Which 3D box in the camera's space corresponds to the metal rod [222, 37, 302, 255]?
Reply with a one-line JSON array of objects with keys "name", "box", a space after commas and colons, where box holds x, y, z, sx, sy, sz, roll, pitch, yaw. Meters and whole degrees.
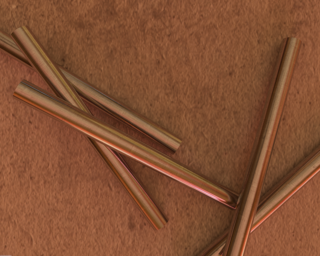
[{"name": "metal rod", "box": [0.132, 0.027, 0.397, 0.025, 0.025, 0.299, 17, 84, -1]}]

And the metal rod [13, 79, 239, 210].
[{"name": "metal rod", "box": [-0.029, 0.027, 0.379, 0.301, 0.025, 0.025, 29, 90, -12]}]

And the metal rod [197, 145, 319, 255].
[{"name": "metal rod", "box": [0.141, 0.105, 0.411, 0.300, 0.025, 0.025, -42, 91, -1]}]

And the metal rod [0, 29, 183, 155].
[{"name": "metal rod", "box": [-0.105, -0.053, 0.408, 0.301, 0.025, 0.025, 31, 90, -1]}]

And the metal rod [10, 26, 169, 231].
[{"name": "metal rod", "box": [-0.084, 0.005, 0.392, 0.025, 0.025, 0.299, -35, 97, 0]}]
